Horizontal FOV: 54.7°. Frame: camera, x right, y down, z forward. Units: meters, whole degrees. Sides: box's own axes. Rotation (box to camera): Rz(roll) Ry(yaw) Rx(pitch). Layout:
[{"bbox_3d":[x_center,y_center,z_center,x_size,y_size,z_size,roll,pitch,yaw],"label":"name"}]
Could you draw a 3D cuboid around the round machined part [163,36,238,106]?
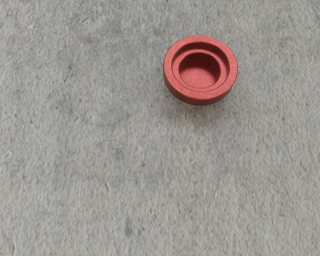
[{"bbox_3d":[0.054,-0.075,0.427,0.099,0.042,0.098,0,70,-1],"label":"round machined part"}]
